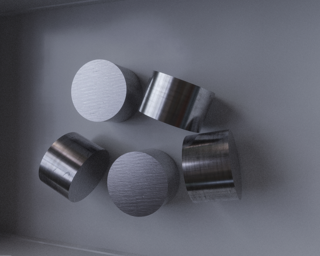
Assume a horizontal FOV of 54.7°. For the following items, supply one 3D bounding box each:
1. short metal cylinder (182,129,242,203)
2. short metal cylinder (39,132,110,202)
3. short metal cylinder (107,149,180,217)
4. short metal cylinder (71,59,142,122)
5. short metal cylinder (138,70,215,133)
[{"bbox_3d":[0.062,0.044,0.357,0.050,0.080,0.080,-10,87,19],"label":"short metal cylinder"},{"bbox_3d":[-0.113,0.052,0.417,0.050,0.080,0.080,29,99,17],"label":"short metal cylinder"},{"bbox_3d":[-0.020,0.068,0.402,0.080,0.050,0.079,0,90,19],"label":"short metal cylinder"},{"bbox_3d":[-0.071,-0.048,0.419,0.080,0.050,0.079,0,90,19],"label":"short metal cylinder"},{"bbox_3d":[0.020,-0.032,0.373,0.080,0.080,0.050,23,98,18],"label":"short metal cylinder"}]
